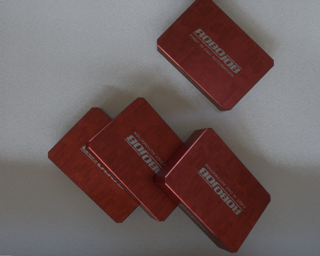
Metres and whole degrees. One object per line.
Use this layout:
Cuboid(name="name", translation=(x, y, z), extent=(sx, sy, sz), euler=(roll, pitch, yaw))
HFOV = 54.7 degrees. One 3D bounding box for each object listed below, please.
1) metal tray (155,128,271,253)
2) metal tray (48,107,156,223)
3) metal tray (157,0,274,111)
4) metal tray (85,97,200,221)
Cuboid(name="metal tray", translation=(0.068, 0.075, 0.382), extent=(0.130, 0.030, 0.090), euler=(48, 68, -12))
Cuboid(name="metal tray", translation=(-0.067, 0.047, 0.408), extent=(0.130, 0.030, 0.090), euler=(44, 90, -1))
Cuboid(name="metal tray", translation=(0.071, -0.097, 0.410), extent=(0.130, 0.030, 0.090), euler=(44, 90, -1))
Cuboid(name="metal tray", translation=(-0.016, 0.038, 0.386), extent=(0.090, 0.030, 0.130), euler=(-45, 99, -20))
